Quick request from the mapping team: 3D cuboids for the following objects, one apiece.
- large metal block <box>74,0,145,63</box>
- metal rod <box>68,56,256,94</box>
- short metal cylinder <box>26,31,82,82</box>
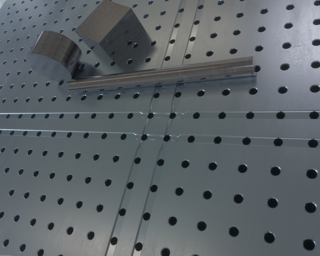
[{"bbox_3d":[-0.088,-0.171,0.544,0.080,0.050,0.080,34,81,38],"label":"large metal block"},{"bbox_3d":[-0.014,-0.075,0.461,0.300,0.025,0.025,-2,61,27],"label":"metal rod"},{"bbox_3d":[-0.185,-0.124,0.547,0.080,0.080,0.050,3,63,29],"label":"short metal cylinder"}]
